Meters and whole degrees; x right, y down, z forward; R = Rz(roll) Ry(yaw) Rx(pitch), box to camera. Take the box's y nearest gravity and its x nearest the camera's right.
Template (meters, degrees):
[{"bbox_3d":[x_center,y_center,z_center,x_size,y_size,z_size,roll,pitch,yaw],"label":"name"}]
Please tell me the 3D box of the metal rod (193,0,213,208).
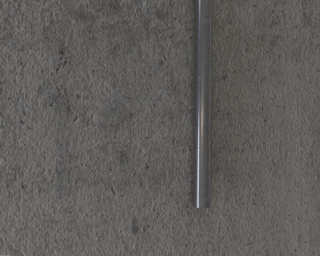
[{"bbox_3d":[0.059,-0.041,0.430,0.025,0.025,0.298,1,90,-20],"label":"metal rod"}]
